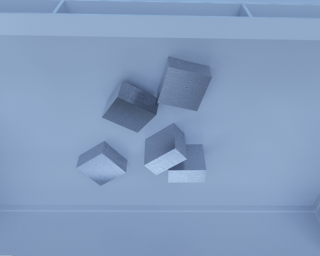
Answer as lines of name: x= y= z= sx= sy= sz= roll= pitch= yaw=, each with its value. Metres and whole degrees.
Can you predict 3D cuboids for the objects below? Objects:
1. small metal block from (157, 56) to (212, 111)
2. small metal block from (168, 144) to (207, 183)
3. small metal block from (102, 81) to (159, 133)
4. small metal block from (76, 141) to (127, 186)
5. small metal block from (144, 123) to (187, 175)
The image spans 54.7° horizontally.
small metal block: x=0.027 y=-0.051 z=0.366 sx=0.050 sy=0.025 sz=0.050 roll=11 pitch=129 yaw=-10
small metal block: x=0.036 y=0.049 z=0.435 sx=0.050 sy=0.050 sz=0.025 roll=0 pitch=130 yaw=0
small metal block: x=-0.036 y=-0.024 z=0.379 sx=0.050 sy=0.025 sz=0.050 roll=24 pitch=143 yaw=-20
small metal block: x=-0.084 y=0.053 z=0.453 sx=0.050 sy=0.025 sz=0.050 roll=-30 pitch=125 yaw=22
small metal block: x=0.007 y=0.028 z=0.417 sx=0.050 sy=0.050 sz=0.025 roll=-31 pitch=124 yaw=23
